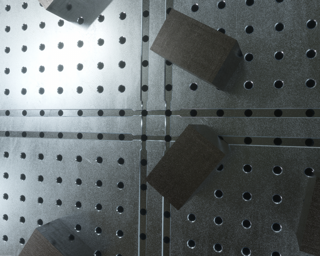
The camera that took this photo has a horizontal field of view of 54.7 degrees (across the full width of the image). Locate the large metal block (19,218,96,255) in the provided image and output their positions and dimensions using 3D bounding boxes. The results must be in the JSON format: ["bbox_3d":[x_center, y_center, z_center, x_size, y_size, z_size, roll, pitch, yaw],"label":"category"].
[{"bbox_3d":[-0.156,0.195,0.453,0.080,0.050,0.080,36,101,16],"label":"large metal block"}]

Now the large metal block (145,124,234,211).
[{"bbox_3d":[0.039,0.042,0.369,0.050,0.080,0.080,41,103,15],"label":"large metal block"}]

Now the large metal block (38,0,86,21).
[{"bbox_3d":[-0.146,-0.219,0.449,0.080,0.050,0.080,-43,77,14],"label":"large metal block"}]

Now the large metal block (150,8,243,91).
[{"bbox_3d":[0.047,-0.089,0.366,0.080,0.080,0.050,32,101,17],"label":"large metal block"}]

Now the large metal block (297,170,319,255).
[{"bbox_3d":[0.198,0.097,0.330,0.080,0.050,0.079,12,94,19],"label":"large metal block"}]
